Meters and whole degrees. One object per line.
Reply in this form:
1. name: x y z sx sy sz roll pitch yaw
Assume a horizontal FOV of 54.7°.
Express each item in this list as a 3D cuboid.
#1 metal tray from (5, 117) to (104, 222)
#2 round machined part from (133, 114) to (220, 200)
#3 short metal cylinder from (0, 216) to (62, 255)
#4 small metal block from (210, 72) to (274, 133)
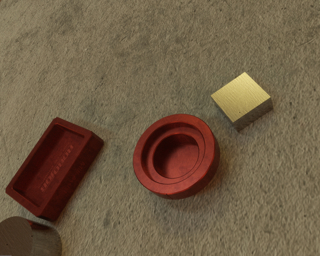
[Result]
1. metal tray: -0.151 0.055 0.443 0.090 0.030 0.130 19 71 35
2. round machined part: 0.022 0.036 0.359 0.098 0.042 0.098 -13 56 20
3. short metal cylinder: -0.170 0.155 0.380 0.080 0.050 0.080 -13 56 20
4. small metal block: 0.098 -0.031 0.371 0.050 0.025 0.050 -35 52 5
